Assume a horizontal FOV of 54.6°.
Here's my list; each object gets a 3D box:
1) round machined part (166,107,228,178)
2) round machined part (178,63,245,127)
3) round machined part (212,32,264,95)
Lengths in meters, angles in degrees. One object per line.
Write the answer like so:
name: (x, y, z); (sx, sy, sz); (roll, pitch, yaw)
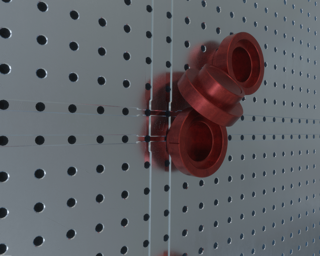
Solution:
round machined part: (0.048, 0.019, 0.437); (0.099, 0.042, 0.097); (0, 90, -40)
round machined part: (0.076, -0.051, 0.425); (0.098, 0.042, 0.098); (28, 31, -18)
round machined part: (0.122, -0.101, 0.499); (0.099, 0.042, 0.097); (-1, 91, -40)
